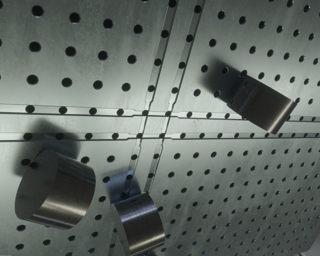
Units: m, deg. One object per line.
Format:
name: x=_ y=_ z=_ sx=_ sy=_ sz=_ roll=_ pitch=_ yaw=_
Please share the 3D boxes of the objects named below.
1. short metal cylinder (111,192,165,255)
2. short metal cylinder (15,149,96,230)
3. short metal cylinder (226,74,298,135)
short metal cylinder: x=-0.033 y=0.139 z=0.445 sx=0.050 sy=0.080 sz=0.079 roll=-15 pitch=125 yaw=-20
short metal cylinder: x=-0.120 y=0.071 z=0.355 sx=0.050 sy=0.080 sz=0.080 roll=33 pitch=99 yaw=-39
short metal cylinder: x=0.142 y=-0.033 z=0.435 sx=0.080 sy=0.080 sz=0.050 roll=20 pitch=108 yaw=-36
